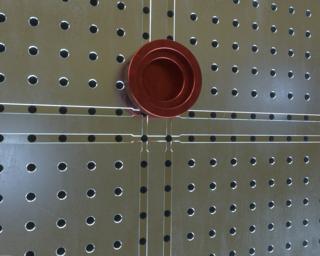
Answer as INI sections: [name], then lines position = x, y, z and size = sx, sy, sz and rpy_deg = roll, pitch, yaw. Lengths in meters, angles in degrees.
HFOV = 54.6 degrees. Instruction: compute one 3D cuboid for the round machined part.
[round machined part]
position = 0.002, -0.062, 0.404
size = 0.099, 0.042, 0.097
rpy_deg = 0, 90, -20
